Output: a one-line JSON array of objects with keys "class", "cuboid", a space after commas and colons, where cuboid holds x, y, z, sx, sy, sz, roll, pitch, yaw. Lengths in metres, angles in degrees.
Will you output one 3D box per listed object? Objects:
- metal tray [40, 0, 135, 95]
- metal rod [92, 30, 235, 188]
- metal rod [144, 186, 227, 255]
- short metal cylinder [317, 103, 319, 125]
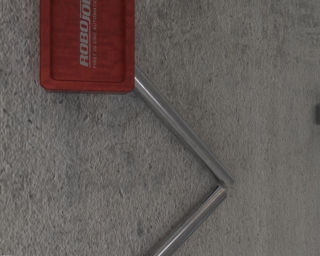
[{"class": "metal tray", "cuboid": [-0.073, -0.101, 0.317, 0.091, 0.030, 0.129, 0, 90, -16]}, {"class": "metal rod", "cuboid": [0.019, -0.008, 0.420, 0.300, 0.025, 0.025, 47, 62, -30]}, {"class": "metal rod", "cuboid": [-0.008, 0.171, 0.398, 0.302, 0.025, 0.025, -34, 112, -35]}, {"class": "short metal cylinder", "cuboid": [0.404, -0.031, 0.708, 0.081, 0.080, 0.050, 1, 90, -40]}]
